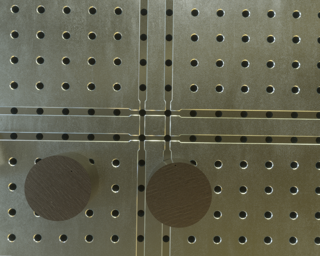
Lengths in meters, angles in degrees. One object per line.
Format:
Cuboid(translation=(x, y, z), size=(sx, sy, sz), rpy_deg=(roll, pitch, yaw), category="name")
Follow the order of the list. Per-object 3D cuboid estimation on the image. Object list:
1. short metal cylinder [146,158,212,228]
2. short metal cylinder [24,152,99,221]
Cuboid(translation=(0.023, 0.081, 0.401), size=(0.081, 0.050, 0.079), rpy_deg=(0, 90, -1), category="short metal cylinder")
Cuboid(translation=(-0.124, 0.073, 0.399), size=(0.081, 0.050, 0.079), rpy_deg=(0, 90, -1), category="short metal cylinder")
